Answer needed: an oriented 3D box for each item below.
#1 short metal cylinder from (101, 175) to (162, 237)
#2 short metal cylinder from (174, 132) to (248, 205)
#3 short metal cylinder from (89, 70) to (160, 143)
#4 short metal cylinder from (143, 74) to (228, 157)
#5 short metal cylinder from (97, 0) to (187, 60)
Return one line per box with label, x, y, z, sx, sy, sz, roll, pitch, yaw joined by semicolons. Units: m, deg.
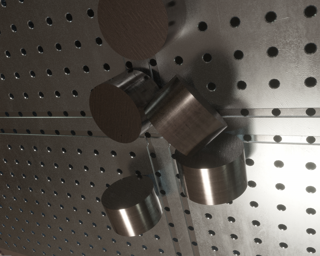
short metal cylinder;-0.042;0.115;0.467;0.080;0.080;0.050;-2;117;29
short metal cylinder;0.062;0.046;0.371;0.080;0.080;0.050;1;119;27
short metal cylinder;-0.042;-0.027;0.392;0.080;0.050;0.079;18;127;27
short metal cylinder;0.028;-0.014;0.342;0.080;0.080;0.050;45;104;-4
short metal cylinder;-0.018;-0.119;0.330;0.080;0.050;0.079;13;124;20
